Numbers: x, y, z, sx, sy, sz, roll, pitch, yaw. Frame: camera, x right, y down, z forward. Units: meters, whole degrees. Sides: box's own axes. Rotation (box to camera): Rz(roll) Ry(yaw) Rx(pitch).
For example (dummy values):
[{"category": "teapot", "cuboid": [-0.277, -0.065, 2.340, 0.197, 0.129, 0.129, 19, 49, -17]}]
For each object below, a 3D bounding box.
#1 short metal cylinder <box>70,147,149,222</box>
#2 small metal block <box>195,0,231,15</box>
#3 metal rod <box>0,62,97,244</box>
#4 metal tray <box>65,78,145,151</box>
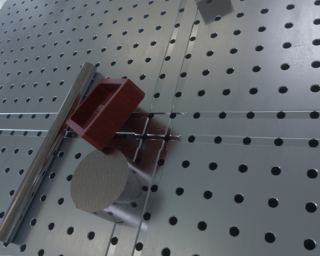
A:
[{"category": "short metal cylinder", "cuboid": [-0.061, 0.070, 0.381, 0.080, 0.050, 0.080, -13, 57, 21]}, {"category": "small metal block", "cuboid": [0.080, -0.218, 0.500, 0.050, 0.025, 0.050, -23, 53, 14]}, {"category": "metal rod", "cuboid": [-0.169, 0.024, 0.482, 0.025, 0.025, 0.300, 7, 65, 31]}, {"category": "metal tray", "cuboid": [-0.081, -0.025, 0.427, 0.090, 0.030, 0.130, -52, 25, -9]}]
